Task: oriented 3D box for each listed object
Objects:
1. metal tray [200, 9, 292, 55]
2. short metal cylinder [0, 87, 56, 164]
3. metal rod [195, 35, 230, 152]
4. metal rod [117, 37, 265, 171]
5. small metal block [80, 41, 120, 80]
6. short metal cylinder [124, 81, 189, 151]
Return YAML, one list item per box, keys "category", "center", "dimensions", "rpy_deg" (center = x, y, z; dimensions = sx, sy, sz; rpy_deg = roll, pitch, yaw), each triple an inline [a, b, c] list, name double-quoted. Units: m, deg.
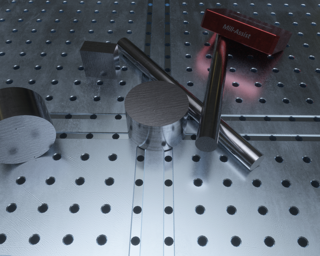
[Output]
- category: "metal tray"
  center: [0.146, -0.167, 0.525]
  dimensions: [0.130, 0.030, 0.091]
  rpy_deg: [31, 33, 23]
- category: "short metal cylinder"
  center: [-0.172, -0.002, 0.372]
  dimensions: [0.081, 0.080, 0.050]
  rpy_deg: [-21, 53, -17]
- category: "metal rod"
  center: [0.085, -0.082, 0.455]
  dimensions: [0.025, 0.025, 0.301]
  rpy_deg: [10, 44, 8]
- category: "metal rod"
  center: [0.027, -0.050, 0.449]
  dimensions: [0.025, 0.025, 0.300]
  rpy_deg: [-30, 56, -23]
- category: "small metal block"
  center: [-0.091, -0.104, 0.478]
  dimensions: [0.050, 0.050, 0.025]
  rpy_deg: [7, 51, 5]
- category: "short metal cylinder"
  center: [-0.004, -0.017, 0.405]
  dimensions: [0.081, 0.050, 0.080]
  rpy_deg: [0, 50, 0]
